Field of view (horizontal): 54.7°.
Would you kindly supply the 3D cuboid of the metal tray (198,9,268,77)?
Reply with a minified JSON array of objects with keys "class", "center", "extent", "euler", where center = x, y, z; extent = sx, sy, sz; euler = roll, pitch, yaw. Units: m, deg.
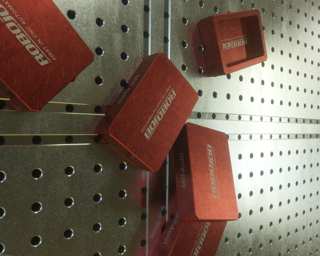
[{"class":"metal tray","center":[0.125,-0.143,0.512],"extent":[0.131,0.030,0.089],"euler":[-23,105,-38]}]

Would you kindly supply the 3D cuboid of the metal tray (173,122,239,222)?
[{"class":"metal tray","center":[0.064,0.064,0.436],"extent":[0.091,0.030,0.130],"euler":[15,62,-39]}]

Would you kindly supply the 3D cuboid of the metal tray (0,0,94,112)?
[{"class":"metal tray","center":[-0.137,-0.090,0.292],"extent":[0.090,0.030,0.130],"euler":[-52,121,-27]}]

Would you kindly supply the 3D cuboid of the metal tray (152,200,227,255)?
[{"class":"metal tray","center":[0.046,0.160,0.447],"extent":[0.090,0.030,0.130],"euler":[41,65,-33]}]

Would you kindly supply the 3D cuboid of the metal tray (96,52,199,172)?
[{"class":"metal tray","center":[-0.010,-0.021,0.399],"extent":[0.090,0.030,0.130],"euler":[45,63,-31]}]
